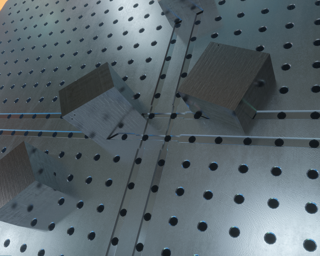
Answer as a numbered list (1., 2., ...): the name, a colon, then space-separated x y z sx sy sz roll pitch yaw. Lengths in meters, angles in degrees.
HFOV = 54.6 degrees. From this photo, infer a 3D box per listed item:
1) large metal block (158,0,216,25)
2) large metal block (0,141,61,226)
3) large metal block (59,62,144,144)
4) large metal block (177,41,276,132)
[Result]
1. large metal block: 0.039 -0.231 0.514 0.080 0.050 0.080 -20 54 16
2. large metal block: -0.202 0.080 0.451 0.080 0.050 0.080 -38 51 2
3. large metal block: -0.081 -0.032 0.437 0.080 0.080 0.050 -29 52 10
4. large metal block: 0.082 -0.053 0.382 0.080 0.050 0.080 25 75 36
